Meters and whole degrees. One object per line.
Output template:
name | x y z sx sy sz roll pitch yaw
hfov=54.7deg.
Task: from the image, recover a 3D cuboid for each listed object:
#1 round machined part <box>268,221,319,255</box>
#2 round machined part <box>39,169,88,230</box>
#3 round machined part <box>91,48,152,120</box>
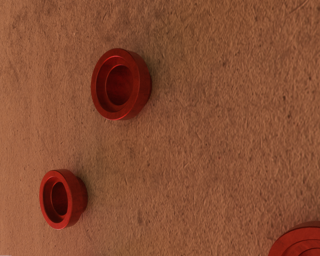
round machined part | 0.149 0.131 0.271 0.098 0.042 0.097 0 90 40
round machined part | -0.160 0.118 0.527 0.098 0.042 0.097 0 90 40
round machined part | -0.050 -0.059 0.435 0.098 0.042 0.097 0 90 40
